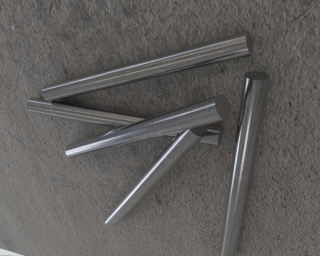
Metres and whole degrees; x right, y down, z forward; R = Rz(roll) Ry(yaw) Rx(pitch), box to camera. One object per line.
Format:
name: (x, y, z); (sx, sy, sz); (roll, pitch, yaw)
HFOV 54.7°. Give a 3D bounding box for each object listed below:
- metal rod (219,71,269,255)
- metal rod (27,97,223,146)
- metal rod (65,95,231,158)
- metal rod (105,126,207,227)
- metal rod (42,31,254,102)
metal rod: (0.102, 0.073, 0.398); (0.025, 0.025, 0.298); (13, 124, 21)
metal rod: (-0.063, -0.014, 0.431); (0.301, 0.025, 0.025); (10, 123, 23)
metal rod: (-0.041, 0.009, 0.400); (0.299, 0.025, 0.025); (-16, 111, 45)
metal rod: (-0.023, 0.083, 0.451); (0.025, 0.025, 0.298); (39, 135, 1)
metal rod: (-0.038, -0.068, 0.384); (0.300, 0.025, 0.025); (-7, 115, 31)
